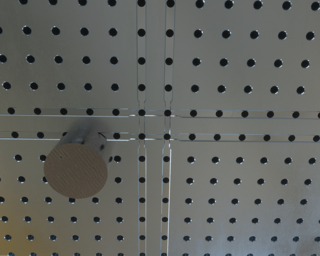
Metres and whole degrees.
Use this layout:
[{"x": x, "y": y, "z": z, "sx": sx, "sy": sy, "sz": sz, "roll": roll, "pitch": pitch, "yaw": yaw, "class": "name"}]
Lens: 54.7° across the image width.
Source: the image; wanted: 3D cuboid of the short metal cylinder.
[{"x": -0.107, "y": 0.047, "z": 0.416, "sx": 0.081, "sy": 0.050, "sz": 0.079, "roll": 0, "pitch": 110, "yaw": -1, "class": "short metal cylinder"}]
